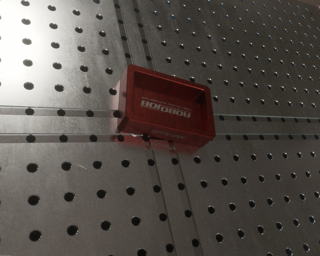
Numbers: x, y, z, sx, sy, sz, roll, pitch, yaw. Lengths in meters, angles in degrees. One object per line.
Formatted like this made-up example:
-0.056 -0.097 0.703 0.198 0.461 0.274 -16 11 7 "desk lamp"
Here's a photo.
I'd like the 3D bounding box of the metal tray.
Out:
0.011 -0.030 0.430 0.131 0.030 0.090 12 56 -22 "metal tray"
